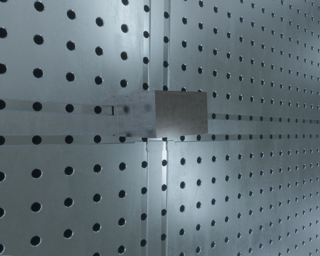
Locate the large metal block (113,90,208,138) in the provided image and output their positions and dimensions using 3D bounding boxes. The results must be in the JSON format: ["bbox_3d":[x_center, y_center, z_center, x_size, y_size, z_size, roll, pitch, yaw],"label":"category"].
[{"bbox_3d":[0.000,-0.016,0.375,0.081,0.080,0.050,-4,93,-40],"label":"large metal block"}]
